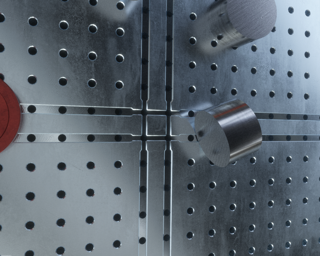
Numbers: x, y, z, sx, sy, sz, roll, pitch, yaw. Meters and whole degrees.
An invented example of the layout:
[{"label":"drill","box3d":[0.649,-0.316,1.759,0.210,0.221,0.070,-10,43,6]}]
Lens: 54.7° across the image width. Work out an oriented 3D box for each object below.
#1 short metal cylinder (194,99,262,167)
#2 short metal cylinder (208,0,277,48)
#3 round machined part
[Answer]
[{"label":"short metal cylinder","box3d":[0.090,0.006,0.416,0.050,0.080,0.080,-22,98,-19]},{"label":"short metal cylinder","box3d":[0.117,-0.161,0.442,0.081,0.050,0.079,0,90,-20]},{"label":"round machined part","box3d":[-0.201,-0.013,0.329,0.099,0.042,0.097,0,90,-20]}]
